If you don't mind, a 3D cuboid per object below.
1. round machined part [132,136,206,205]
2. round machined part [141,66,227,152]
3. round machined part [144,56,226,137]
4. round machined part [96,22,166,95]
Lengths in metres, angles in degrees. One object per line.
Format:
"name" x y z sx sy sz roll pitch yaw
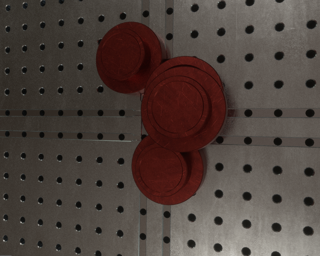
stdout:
"round machined part" 0.008 0.052 0.400 0.098 0.042 0.097 0 90 19
"round machined part" 0.024 -0.021 0.347 0.098 0.042 0.097 -1 87 17
"round machined part" 0.033 -0.037 0.389 0.098 0.042 0.097 -1 87 17
"round machined part" -0.044 -0.095 0.418 0.098 0.042 0.097 0 90 19
